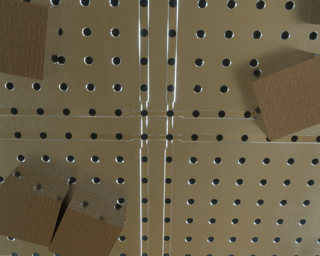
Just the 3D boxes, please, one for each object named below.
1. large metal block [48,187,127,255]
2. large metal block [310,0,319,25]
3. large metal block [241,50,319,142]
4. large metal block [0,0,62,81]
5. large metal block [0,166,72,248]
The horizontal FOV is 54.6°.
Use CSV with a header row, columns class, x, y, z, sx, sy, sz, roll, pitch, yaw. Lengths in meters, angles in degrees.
class,x,y,z,sx,sy,sz,roll,pitch,yaw
large metal block,-0.104,0.146,0.453,0.080,0.050,0.080,24,108,-9
large metal block,0.220,-0.160,0.343,0.080,0.050,0.080,-6,110,2
large metal block,0.157,-0.041,0.386,0.080,0.050,0.080,-22,109,8
large metal block,-0.165,-0.107,0.360,0.080,0.050,0.079,11,110,-4
large metal block,-0.180,0.111,0.440,0.080,0.050,0.080,18,109,-7
